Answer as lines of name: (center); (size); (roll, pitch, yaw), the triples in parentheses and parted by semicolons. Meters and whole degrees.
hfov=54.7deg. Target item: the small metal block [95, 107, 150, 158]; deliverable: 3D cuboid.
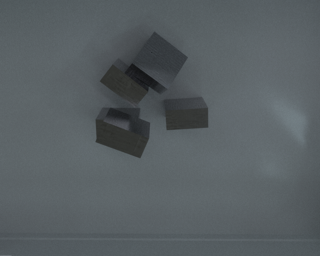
small metal block: (-0.039, 0.004, 0.346); (0.050, 0.050, 0.025); (21, 109, -8)

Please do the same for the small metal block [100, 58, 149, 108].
small metal block: (-0.041, -0.056, 0.377); (0.050, 0.050, 0.025); (37, 106, -13)

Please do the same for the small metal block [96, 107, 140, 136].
small metal block: (-0.052, -0.007, 0.395); (0.050, 0.050, 0.025); (1, 110, -1)

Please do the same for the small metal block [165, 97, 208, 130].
small metal block: (0.032, -0.019, 0.391); (0.050, 0.050, 0.025); (-4, 110, 1)

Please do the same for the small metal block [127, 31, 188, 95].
small metal block: (-0.003, -0.077, 0.370); (0.050, 0.025, 0.050); (35, 71, -12)
